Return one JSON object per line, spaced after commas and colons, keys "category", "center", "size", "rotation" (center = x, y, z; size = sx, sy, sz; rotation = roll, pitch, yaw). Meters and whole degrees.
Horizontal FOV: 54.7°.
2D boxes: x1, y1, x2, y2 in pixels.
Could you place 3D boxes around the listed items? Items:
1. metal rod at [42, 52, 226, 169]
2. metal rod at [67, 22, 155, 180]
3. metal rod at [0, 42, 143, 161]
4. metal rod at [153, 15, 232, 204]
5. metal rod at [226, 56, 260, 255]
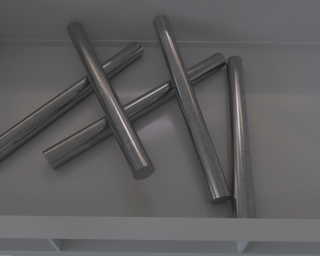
{"category": "metal rod", "center": [-0.019, -0.035, 0.434], "size": [0.302, 0.025, 0.025], "rotation": [-33, 57, -25]}
{"category": "metal rod", "center": [-0.078, -0.057, 0.418], "size": [0.025, 0.025, 0.300], "rotation": [-19, 53, -15]}
{"category": "metal rod", "center": [-0.130, -0.042, 0.438], "size": [0.025, 0.025, 0.301], "rotation": [31, 56, 23]}
{"category": "metal rod", "center": [0.034, -0.045, 0.416], "size": [0.025, 0.025, 0.299], "rotation": [-10, 59, -8]}
{"category": "metal rod", "center": [0.101, 0.009, 0.397], "size": [0.025, 0.025, 0.300], "rotation": [5, 50, 4]}
